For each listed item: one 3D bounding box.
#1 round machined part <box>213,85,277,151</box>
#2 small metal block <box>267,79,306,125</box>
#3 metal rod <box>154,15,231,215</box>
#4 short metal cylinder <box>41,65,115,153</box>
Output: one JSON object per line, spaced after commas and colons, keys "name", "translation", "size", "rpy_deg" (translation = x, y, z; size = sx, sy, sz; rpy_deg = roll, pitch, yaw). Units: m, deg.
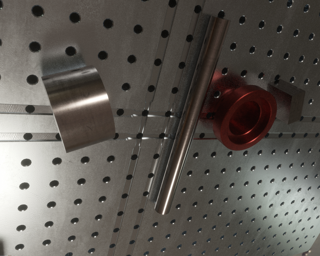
{"name": "round machined part", "translation": [0.119, -0.018, 0.456], "size": [0.099, 0.042, 0.097], "rpy_deg": [-14, 125, -21]}
{"name": "small metal block", "translation": [0.191, -0.041, 0.477], "size": [0.025, 0.050, 0.050], "rpy_deg": [-20, 126, -17]}
{"name": "metal rod", "translation": [0.038, -0.001, 0.433], "size": [0.025, 0.025, 0.298], "rpy_deg": [0, 118, -29]}
{"name": "short metal cylinder", "translation": [-0.084, -0.020, 0.319], "size": [0.050, 0.080, 0.079], "rpy_deg": [-18, 126, -18]}
